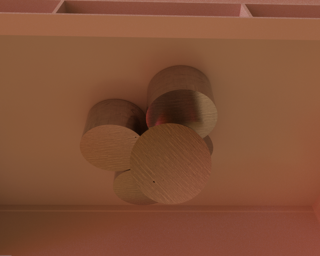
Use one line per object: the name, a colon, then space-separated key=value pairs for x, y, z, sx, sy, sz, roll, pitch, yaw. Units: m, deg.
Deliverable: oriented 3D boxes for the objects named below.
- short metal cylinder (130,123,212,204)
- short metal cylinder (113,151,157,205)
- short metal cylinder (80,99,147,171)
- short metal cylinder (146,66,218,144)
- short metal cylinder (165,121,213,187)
short metal cylinder: x=0.013 y=0.035 z=0.328 sx=0.080 sy=0.050 sz=0.079 roll=0 pitch=90 yaw=6
short metal cylinder: x=-0.025 y=0.067 z=0.446 sx=0.081 sy=0.050 sz=0.079 roll=0 pitch=130 yaw=0
short metal cylinder: x=-0.057 y=0.010 z=0.398 sx=0.081 sy=0.050 sz=0.079 roll=0 pitch=130 yaw=0
short metal cylinder: x=0.024 y=-0.026 z=0.368 sx=0.081 sy=0.050 sz=0.079 roll=0 pitch=130 yaw=0
short metal cylinder: x=0.022 y=0.033 z=0.400 sx=0.081 sy=0.080 sz=0.050 roll=10 pitch=129 yaw=-9
